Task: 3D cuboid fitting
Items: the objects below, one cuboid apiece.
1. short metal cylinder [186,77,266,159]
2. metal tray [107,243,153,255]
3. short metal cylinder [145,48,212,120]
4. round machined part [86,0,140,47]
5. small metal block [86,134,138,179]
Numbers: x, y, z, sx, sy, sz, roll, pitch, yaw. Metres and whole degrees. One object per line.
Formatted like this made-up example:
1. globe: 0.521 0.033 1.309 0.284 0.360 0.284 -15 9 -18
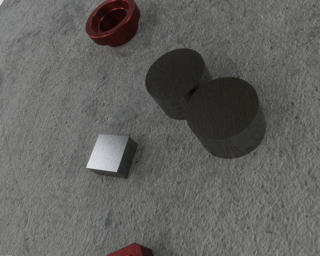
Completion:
1. short metal cylinder: 0.076 -0.011 0.355 0.080 0.050 0.080 -13 56 21
2. metal tray: -0.038 0.193 0.301 0.090 0.030 0.130 -28 52 10
3. short metal cylinder: 0.028 -0.057 0.408 0.080 0.050 0.080 -13 56 21
4. round machined part: -0.078 -0.182 0.546 0.098 0.042 0.098 -13 56 21
5. small metal block: -0.063 0.037 0.414 0.050 0.025 0.050 3 63 29
